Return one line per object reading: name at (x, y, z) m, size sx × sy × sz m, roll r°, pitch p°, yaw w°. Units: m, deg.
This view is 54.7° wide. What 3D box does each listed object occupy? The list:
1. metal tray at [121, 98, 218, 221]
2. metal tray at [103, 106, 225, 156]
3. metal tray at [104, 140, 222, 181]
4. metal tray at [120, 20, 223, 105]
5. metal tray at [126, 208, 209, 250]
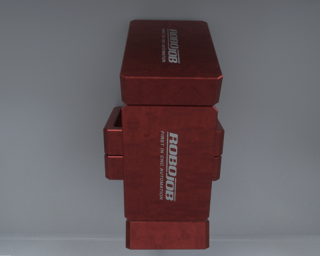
metal tray at (0.008, 0.034, 0.323) m, size 0.091 × 0.030 × 0.129 m, roll 0°, pitch 110°, yaw -1°
metal tray at (0.004, 0.001, 0.376) m, size 0.131 × 0.090 × 0.030 m, roll 1°, pitch 110°, yaw -1°
metal tray at (0.003, 0.030, 0.387) m, size 0.131 × 0.090 × 0.030 m, roll 1°, pitch 110°, yaw -1°
metal tray at (0.010, -0.074, 0.326) m, size 0.091 × 0.130 × 0.030 m, roll 1°, pitch 130°, yaw -1°
metal tray at (0.008, 0.117, 0.395) m, size 0.091 × 0.130 × 0.030 m, roll 0°, pitch 89°, yaw -1°
